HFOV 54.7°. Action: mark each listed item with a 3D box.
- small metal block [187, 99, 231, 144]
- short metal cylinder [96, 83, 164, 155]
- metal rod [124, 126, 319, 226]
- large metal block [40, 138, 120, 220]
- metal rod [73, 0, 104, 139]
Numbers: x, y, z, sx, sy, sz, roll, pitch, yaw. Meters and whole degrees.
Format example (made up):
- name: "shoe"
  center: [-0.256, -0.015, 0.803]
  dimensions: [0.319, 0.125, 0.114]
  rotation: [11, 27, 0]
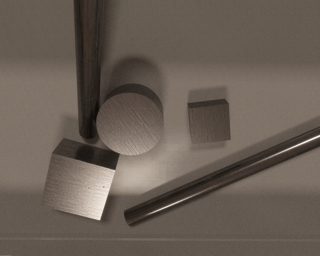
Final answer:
- name: "small metal block"
  center: [0.065, -0.009, 0.409]
  dimensions: [0.050, 0.025, 0.050]
  rotation: [-7, 110, 2]
- name: "short metal cylinder"
  center: [-0.036, -0.012, 0.393]
  dimensions: [0.081, 0.050, 0.079]
  rotation: [0, 110, -1]
- name: "metal rod"
  center: [0.088, 0.071, 0.438]
  dimensions: [0.301, 0.025, 0.025]
  rotation: [-25, 109, 8]
- name: "large metal block"
  center: [-0.107, 0.069, 0.422]
  dimensions: [0.080, 0.050, 0.079]
  rotation: [17, 109, -7]
- name: "metal rod"
  center: [-0.068, -0.082, 0.296]
  dimensions: [0.025, 0.025, 0.298]
  rotation: [12, 143, -5]
